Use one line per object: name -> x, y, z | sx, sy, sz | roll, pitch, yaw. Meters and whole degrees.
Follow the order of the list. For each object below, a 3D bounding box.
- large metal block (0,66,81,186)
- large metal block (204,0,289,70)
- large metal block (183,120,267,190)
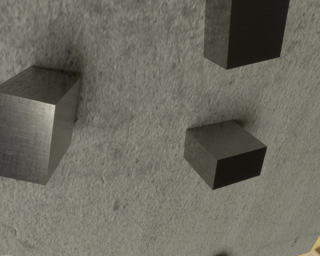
large metal block -> -0.117, -0.006, 0.296 | 0.050, 0.080, 0.079 | 13, 114, -5
large metal block -> 0.102, -0.123, 0.372 | 0.081, 0.050, 0.079 | -16, 125, -20
large metal block -> 0.090, 0.035, 0.444 | 0.081, 0.080, 0.050 | -12, 124, -23
